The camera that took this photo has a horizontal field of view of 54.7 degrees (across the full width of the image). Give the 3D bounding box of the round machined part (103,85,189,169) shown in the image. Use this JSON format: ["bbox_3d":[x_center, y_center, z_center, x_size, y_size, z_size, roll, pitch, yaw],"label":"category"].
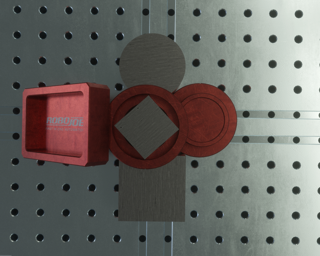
[{"bbox_3d":[-0.016,-0.001,0.376,0.099,0.042,0.097,0,90,0],"label":"round machined part"}]

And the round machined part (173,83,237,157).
[{"bbox_3d":[0.052,-0.010,0.404,0.099,0.042,0.097,0,90,0],"label":"round machined part"}]

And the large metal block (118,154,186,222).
[{"bbox_3d":[-0.009,0.073,0.398,0.081,0.050,0.080,1,90,0],"label":"large metal block"}]

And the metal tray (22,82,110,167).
[{"bbox_3d":[-0.117,-0.005,0.374,0.130,0.030,0.089,1,90,37],"label":"metal tray"}]

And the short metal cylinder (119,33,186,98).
[{"bbox_3d":[-0.009,-0.075,0.400,0.081,0.050,0.080,0,90,0],"label":"short metal cylinder"}]

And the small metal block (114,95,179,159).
[{"bbox_3d":[-0.015,-0.001,0.351,0.050,0.025,0.050,-42,90,0],"label":"small metal block"}]
